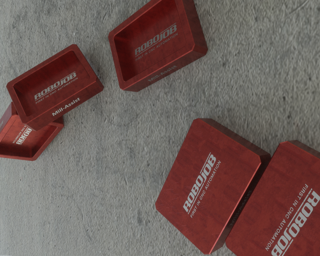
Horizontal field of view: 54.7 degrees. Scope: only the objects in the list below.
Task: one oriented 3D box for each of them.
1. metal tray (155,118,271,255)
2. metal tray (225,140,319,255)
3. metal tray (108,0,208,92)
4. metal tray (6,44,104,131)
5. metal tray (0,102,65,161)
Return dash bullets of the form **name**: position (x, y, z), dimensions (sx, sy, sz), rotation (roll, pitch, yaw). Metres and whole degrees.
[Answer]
- **metal tray**: position (0.055, 0.064, 0.356), dimensions (0.090, 0.030, 0.129), rotation (36, 112, 34)
- **metal tray**: position (0.130, 0.088, 0.294), dimensions (0.090, 0.030, 0.129), rotation (35, 112, 34)
- **metal tray**: position (-0.008, -0.113, 0.408), dimensions (0.130, 0.030, 0.090), rotation (-23, 76, 37)
- **metal tray**: position (-0.167, -0.066, 0.493), dimensions (0.130, 0.030, 0.090), rotation (-33, 65, -4)
- **metal tray**: position (-0.245, 0.010, 0.562), dimensions (0.129, 0.091, 0.030), rotation (-42, 51, 32)
